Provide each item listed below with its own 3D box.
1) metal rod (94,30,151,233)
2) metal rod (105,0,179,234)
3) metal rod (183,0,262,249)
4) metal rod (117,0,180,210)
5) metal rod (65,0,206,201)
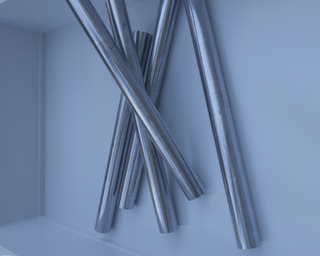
[{"bbox_3d":[-0.056,0.012,0.450,0.025,0.025,0.298,21,103,38],"label":"metal rod"},{"bbox_3d":[-0.023,-0.015,0.394,0.025,0.025,0.298,-13,91,39],"label":"metal rod"},{"bbox_3d":[0.067,-0.020,0.350,0.025,0.025,0.298,-18,79,38],"label":"metal rod"},{"bbox_3d":[-0.017,-0.032,0.418,0.025,0.025,0.298,21,103,38],"label":"metal rod"},{"bbox_3d":[-0.034,-0.048,0.367,0.025,0.025,0.299,-31,92,35],"label":"metal rod"}]
